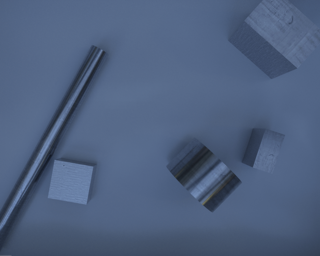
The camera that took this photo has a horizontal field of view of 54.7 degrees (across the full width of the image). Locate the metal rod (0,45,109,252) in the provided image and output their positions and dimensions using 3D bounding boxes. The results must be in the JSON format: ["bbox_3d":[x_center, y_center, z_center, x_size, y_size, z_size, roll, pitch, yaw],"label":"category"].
[{"bbox_3d":[-0.151,0.028,0.409,0.025,0.025,0.299,29,90,-1],"label":"metal rod"}]

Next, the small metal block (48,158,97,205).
[{"bbox_3d":[-0.115,0.070,0.410,0.050,0.025,0.050,10,90,-1],"label":"small metal block"}]

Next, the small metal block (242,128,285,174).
[{"bbox_3d":[0.132,0.028,0.401,0.025,0.050,0.050,18,90,0],"label":"small metal block"}]

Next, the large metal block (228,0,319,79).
[{"bbox_3d":[0.140,-0.112,0.386,0.080,0.080,0.050,42,90,-1],"label":"large metal block"}]

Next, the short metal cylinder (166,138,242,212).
[{"bbox_3d":[0.054,0.057,0.385,0.080,0.080,0.050,44,90,-1],"label":"short metal cylinder"}]
